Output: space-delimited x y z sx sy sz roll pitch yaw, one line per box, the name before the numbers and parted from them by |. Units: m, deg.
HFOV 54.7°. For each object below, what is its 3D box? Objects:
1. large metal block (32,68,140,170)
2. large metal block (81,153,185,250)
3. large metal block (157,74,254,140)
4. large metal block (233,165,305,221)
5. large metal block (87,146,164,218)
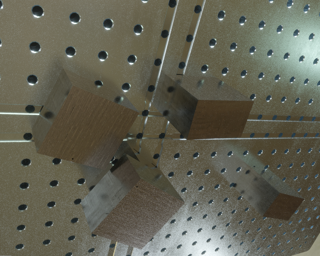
large metal block | -0.084 -0.008 0.346 0.080 0.050 0.080 22 107 -37
large metal block | -0.032 0.089 0.369 0.080 0.050 0.080 -48 129 5
large metal block | 0.054 -0.028 0.390 0.081 0.080 0.050 -2 119 -28
large metal block | 0.194 0.116 0.557 0.081 0.080 0.050 19 108 -36
large metal block | -0.038 0.085 0.428 0.080 0.050 0.080 -44 130 2
